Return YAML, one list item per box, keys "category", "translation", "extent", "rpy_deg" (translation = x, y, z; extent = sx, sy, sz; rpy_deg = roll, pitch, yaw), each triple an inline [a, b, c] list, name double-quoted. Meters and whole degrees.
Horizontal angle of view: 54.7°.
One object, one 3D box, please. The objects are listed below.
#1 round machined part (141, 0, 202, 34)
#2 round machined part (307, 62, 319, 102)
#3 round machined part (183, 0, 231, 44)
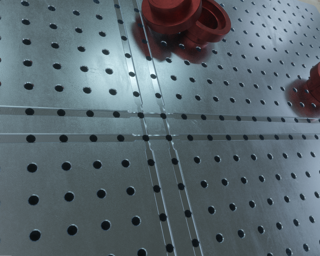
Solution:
- category: "round machined part"
  translation: [0.017, -0.204, 0.501]
  extent: [0.098, 0.042, 0.098]
  rpy_deg: [-5, 67, 11]
- category: "round machined part"
  translation: [0.348, -0.088, 0.642]
  extent: [0.099, 0.042, 0.098]
  rpy_deg: [14, 56, -21]
- category: "round machined part"
  translation: [0.075, -0.190, 0.556]
  extent: [0.099, 0.042, 0.098]
  rpy_deg: [14, 56, -21]
